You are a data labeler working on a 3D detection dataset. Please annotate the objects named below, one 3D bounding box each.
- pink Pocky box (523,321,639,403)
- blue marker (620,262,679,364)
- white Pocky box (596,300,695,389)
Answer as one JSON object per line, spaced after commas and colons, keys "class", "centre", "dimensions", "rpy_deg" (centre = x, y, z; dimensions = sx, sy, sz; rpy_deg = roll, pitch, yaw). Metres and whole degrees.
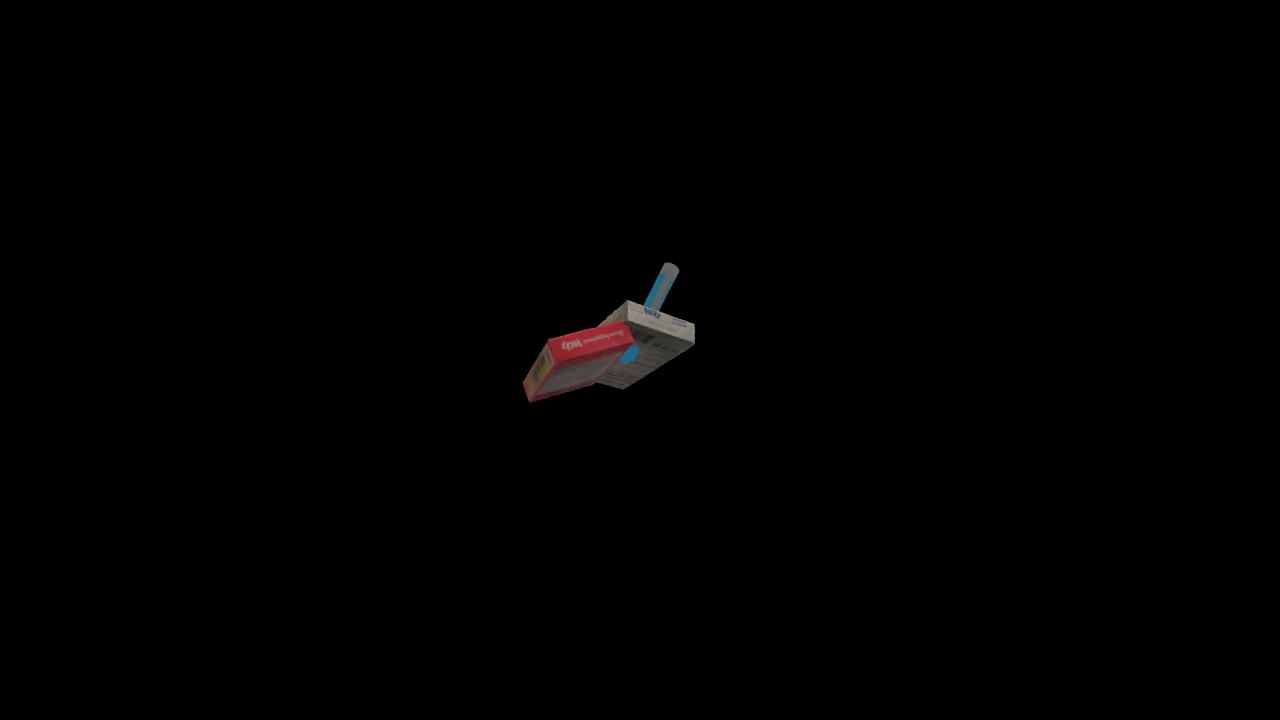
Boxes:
{"class": "pink Pocky box", "centre": [-0.070, 0.004, 0.651], "dimensions": [0.084, 0.029, 0.155], "rpy_deg": [-16, -11, -24]}
{"class": "blue marker", "centre": [0.009, -0.050, 0.654], "dimensions": [0.020, 0.121, 0.020], "rpy_deg": [24, -17, 8]}
{"class": "white Pocky box", "centre": [-0.016, -0.011, 0.673], "dimensions": [0.084, 0.028, 0.154], "rpy_deg": [17, -29, -26]}
